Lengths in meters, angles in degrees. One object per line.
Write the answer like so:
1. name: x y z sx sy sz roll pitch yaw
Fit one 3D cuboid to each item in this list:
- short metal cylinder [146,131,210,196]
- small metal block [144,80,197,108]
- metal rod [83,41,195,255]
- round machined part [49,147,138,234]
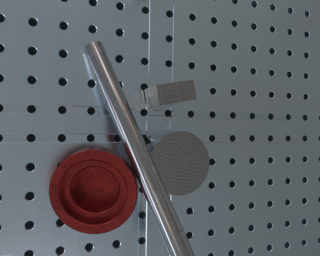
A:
1. short metal cylinder: 0.017 0.044 0.406 0.081 0.050 0.079 0 89 -20
2. small metal block: 0.012 -0.044 0.404 0.050 0.050 0.025 -11 94 -20
3. metal rod: -0.023 0.034 0.358 0.025 0.025 0.299 -21 80 -19
4. round machined part: -0.075 0.070 0.366 0.099 0.042 0.097 0 97 -1
